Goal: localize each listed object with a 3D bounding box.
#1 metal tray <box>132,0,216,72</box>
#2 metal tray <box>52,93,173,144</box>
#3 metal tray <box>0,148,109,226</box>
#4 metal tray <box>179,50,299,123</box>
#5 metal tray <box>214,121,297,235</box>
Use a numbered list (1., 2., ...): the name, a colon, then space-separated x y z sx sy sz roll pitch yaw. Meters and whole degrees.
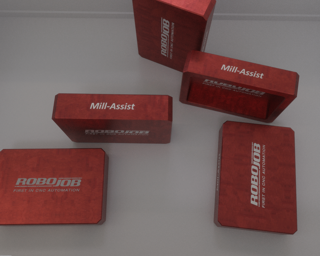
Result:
1. metal tray: 0.015 -0.125 0.399 0.090 0.130 0.030 22 72 8
2. metal tray: -0.051 -0.009 0.377 0.131 0.090 0.030 1 70 0
3. metal tray: -0.132 0.072 0.380 0.131 0.030 0.090 0 70 -1
4. metal tray: 0.093 -0.049 0.393 0.131 0.090 0.030 13 71 5
5. metal tray: 0.118 0.060 0.386 0.091 0.030 0.130 7 70 2
